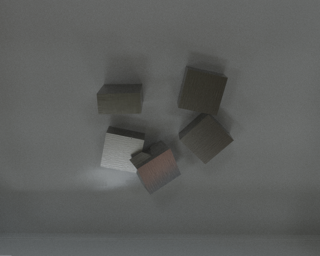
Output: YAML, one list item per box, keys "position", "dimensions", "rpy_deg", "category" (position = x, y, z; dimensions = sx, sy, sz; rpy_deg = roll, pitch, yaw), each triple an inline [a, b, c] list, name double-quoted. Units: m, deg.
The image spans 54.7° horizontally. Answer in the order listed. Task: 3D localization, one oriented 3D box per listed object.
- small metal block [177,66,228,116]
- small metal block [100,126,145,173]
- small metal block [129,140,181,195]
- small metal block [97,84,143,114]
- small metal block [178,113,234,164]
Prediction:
- position: [0.053, -0.048, 0.395]
  dimensions: [0.050, 0.025, 0.050]
  rpy_deg: [11, 110, -5]
  category: "small metal block"
- position: [-0.050, 0.029, 0.422]
  dimensions: [0.050, 0.025, 0.050]
  rpy_deg: [11, 110, -5]
  category: "small metal block"
- position: [-0.006, 0.053, 0.415]
  dimensions: [0.050, 0.025, 0.050]
  rpy_deg: [-32, 126, -13]
  category: "small metal block"
- position: [-0.048, -0.037, 0.384]
  dimensions: [0.050, 0.050, 0.025]
  rpy_deg: [-1, 110, 0]
  category: "small metal block"
- position: [0.061, 0.012, 0.417]
  dimensions: [0.050, 0.025, 0.050]
  rpy_deg: [-43, 105, 14]
  category: "small metal block"
